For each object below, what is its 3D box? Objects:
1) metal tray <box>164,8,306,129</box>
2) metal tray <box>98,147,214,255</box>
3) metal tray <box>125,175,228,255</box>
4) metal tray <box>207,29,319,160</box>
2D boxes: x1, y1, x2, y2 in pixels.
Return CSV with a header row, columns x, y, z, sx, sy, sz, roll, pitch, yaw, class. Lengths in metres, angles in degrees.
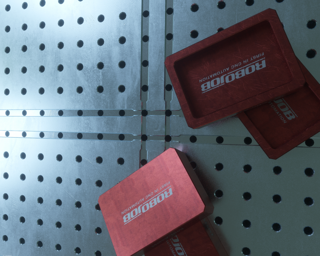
x,y,z,sx,sy,sz,roll,pitch,yaw,class
0.081,-0.062,0.348,0.130,0.030,0.090,-22,83,18,metal tray
-0.009,0.096,0.392,0.130,0.030,0.090,-36,60,14,metal tray
0.018,0.136,0.403,0.090,0.030,0.130,-32,80,16,metal tray
0.130,-0.040,0.364,0.090,0.030,0.130,-38,78,15,metal tray
